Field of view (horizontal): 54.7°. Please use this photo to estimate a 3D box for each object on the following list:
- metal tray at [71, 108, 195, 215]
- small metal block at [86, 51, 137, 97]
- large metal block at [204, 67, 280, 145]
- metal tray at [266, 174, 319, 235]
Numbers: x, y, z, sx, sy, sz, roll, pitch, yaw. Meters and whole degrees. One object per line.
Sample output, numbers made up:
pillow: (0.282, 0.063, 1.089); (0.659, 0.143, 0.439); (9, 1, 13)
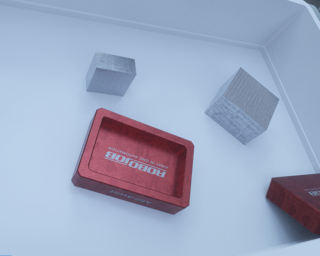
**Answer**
metal tray: (-0.026, 0.040, 0.365); (0.131, 0.030, 0.090); (21, 54, -16)
small metal block: (-0.064, -0.068, 0.398); (0.050, 0.050, 0.025); (6, 59, -26)
large metal block: (0.129, -0.035, 0.482); (0.080, 0.050, 0.080); (39, 51, -2)
metal tray: (0.228, 0.100, 0.433); (0.131, 0.030, 0.090); (1, 21, -28)
